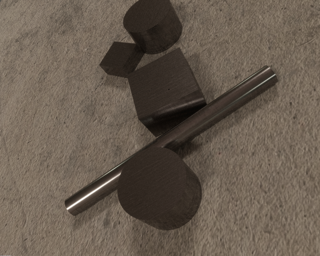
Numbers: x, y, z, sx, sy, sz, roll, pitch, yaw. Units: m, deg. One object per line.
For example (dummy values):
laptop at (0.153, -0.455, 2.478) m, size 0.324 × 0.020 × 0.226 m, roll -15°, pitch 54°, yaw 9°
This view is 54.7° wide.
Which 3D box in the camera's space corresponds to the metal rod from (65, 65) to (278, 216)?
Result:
metal rod at (0.010, 0.019, 0.386) m, size 0.300 × 0.025 × 0.025 m, roll -34°, pitch 52°, yaw 5°

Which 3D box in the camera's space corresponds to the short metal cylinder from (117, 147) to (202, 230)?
short metal cylinder at (0.000, 0.068, 0.345) m, size 0.080 × 0.050 × 0.080 m, roll -13°, pitch 56°, yaw 20°

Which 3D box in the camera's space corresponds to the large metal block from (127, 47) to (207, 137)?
large metal block at (0.010, -0.047, 0.410) m, size 0.080 × 0.050 × 0.080 m, roll -26°, pitch 53°, yaw 12°

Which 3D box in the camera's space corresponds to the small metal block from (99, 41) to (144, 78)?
small metal block at (-0.062, -0.111, 0.503) m, size 0.050 × 0.025 × 0.050 m, roll 16°, pitch 70°, yaw 34°

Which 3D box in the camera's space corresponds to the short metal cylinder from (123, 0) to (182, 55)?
short metal cylinder at (-0.011, -0.165, 0.493) m, size 0.080 × 0.050 × 0.080 m, roll -13°, pitch 56°, yaw 20°
